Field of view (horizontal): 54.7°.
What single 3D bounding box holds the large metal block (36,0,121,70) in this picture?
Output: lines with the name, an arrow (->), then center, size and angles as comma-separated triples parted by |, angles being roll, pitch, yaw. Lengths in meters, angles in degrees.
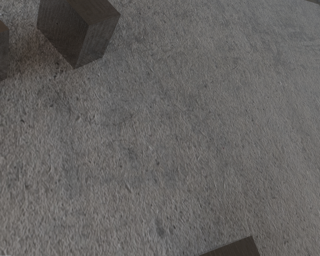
large metal block -> -0.106, -0.137, 0.394 | 0.080, 0.080, 0.050 | 48, 51, 5

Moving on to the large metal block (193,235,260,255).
large metal block -> 0.068, 0.167, 0.322 | 0.081, 0.050, 0.080 | -6, 65, -31

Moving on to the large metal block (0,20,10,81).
large metal block -> -0.204, -0.092, 0.315 | 0.080, 0.080, 0.050 | 46, 51, 4
